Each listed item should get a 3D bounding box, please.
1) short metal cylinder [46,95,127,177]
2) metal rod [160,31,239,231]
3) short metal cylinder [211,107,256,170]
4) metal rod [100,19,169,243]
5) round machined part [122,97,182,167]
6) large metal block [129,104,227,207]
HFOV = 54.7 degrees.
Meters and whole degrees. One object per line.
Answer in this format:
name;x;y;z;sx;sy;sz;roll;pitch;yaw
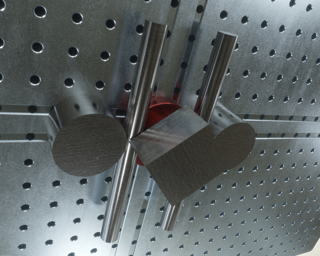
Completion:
short metal cylinder;-0.085;0.008;0.354;0.081;0.050;0.079;-14;124;-21
metal rod;0.046;0.021;0.422;0.025;0.025;0.298;0;119;-29
short metal cylinder;0.091;0.016;0.453;0.081;0.050;0.079;-14;124;-21
metal rod;-0.037;0.023;0.377;0.025;0.025;0.298;0;118;-29
round machined part;0.000;0.012;0.408;0.099;0.042;0.097;-14;124;-21
large metal block;0.023;0.033;0.366;0.080;0.050;0.080;-33;129;-7
